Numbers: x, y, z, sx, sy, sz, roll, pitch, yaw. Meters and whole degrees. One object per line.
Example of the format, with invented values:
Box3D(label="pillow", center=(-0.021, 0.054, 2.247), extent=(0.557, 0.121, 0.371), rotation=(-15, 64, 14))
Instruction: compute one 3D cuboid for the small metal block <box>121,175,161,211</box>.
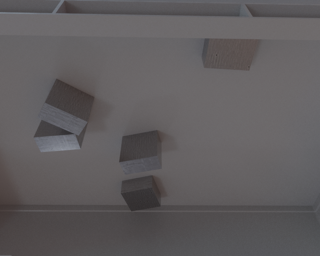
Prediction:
Box3D(label="small metal block", center=(-0.030, 0.106, 0.499), extent=(0.050, 0.025, 0.050), rotation=(-12, 129, 9))

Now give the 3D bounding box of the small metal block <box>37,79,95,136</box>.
Box3D(label="small metal block", center=(-0.110, -0.025, 0.370), extent=(0.050, 0.050, 0.025), rotation=(26, 125, -21))

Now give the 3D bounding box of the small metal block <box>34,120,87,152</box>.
Box3D(label="small metal block", center=(-0.124, 0.002, 0.393), extent=(0.050, 0.050, 0.025), rotation=(-4, 130, 3))

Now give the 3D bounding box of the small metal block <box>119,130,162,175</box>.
Box3D(label="small metal block", center=(-0.025, 0.033, 0.420), extent=(0.050, 0.050, 0.025), rotation=(-10, 129, 8))

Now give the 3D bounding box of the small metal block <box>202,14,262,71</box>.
Box3D(label="small metal block", center=(0.075, -0.091, 0.333), extent=(0.050, 0.025, 0.050), rotation=(3, 130, -3))
